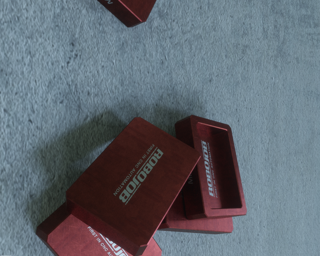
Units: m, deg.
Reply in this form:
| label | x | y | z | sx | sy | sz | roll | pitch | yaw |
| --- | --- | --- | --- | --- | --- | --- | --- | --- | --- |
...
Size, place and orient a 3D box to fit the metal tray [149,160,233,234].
| label | x | y | z | sx | sy | sz | roll | pitch | yaw |
| --- | --- | --- | --- | --- | --- | --- | --- | --- | --- |
| metal tray | 0.045 | 0.094 | 0.420 | 0.131 | 0.030 | 0.090 | 19 | 59 | -38 |

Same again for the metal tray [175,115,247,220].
| label | x | y | z | sx | sy | sz | roll | pitch | yaw |
| --- | --- | --- | --- | --- | --- | --- | --- | --- | --- |
| metal tray | 0.068 | 0.054 | 0.417 | 0.091 | 0.030 | 0.130 | 12 | 63 | -42 |

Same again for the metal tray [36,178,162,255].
| label | x | y | z | sx | sy | sz | roll | pitch | yaw |
| --- | --- | --- | --- | --- | --- | --- | --- | --- | --- |
| metal tray | -0.062 | 0.130 | 0.350 | 0.090 | 0.030 | 0.130 | -43 | 116 | -31 |

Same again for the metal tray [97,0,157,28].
| label | x | y | z | sx | sy | sz | roll | pitch | yaw |
| --- | --- | --- | --- | --- | --- | --- | --- | --- | --- |
| metal tray | -0.055 | -0.193 | 0.355 | 0.130 | 0.030 | 0.090 | 35 | 68 | -35 |

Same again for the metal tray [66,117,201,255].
| label | x | y | z | sx | sy | sz | roll | pitch | yaw |
| --- | --- | --- | --- | --- | --- | --- | --- | --- | --- |
| metal tray | -0.024 | 0.054 | 0.331 | 0.090 | 0.030 | 0.131 | 31 | 49 | 9 |
